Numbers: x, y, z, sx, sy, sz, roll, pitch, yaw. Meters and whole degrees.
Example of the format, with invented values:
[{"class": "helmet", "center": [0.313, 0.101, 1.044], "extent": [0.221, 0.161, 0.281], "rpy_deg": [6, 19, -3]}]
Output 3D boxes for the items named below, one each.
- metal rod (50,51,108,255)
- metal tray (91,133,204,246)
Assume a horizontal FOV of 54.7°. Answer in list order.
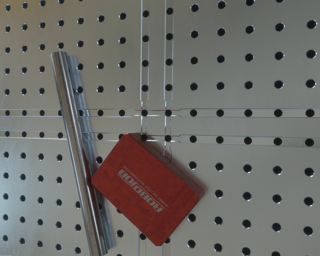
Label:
[{"class": "metal rod", "center": [-0.119, 0.035, 0.453], "extent": [0.025, 0.025, 0.298], "rpy_deg": [-14, 85, 19]}, {"class": "metal tray", "center": [-0.019, 0.079, 0.416], "extent": [0.130, 0.030, 0.090], "rpy_deg": [40, 102, 15]}]
